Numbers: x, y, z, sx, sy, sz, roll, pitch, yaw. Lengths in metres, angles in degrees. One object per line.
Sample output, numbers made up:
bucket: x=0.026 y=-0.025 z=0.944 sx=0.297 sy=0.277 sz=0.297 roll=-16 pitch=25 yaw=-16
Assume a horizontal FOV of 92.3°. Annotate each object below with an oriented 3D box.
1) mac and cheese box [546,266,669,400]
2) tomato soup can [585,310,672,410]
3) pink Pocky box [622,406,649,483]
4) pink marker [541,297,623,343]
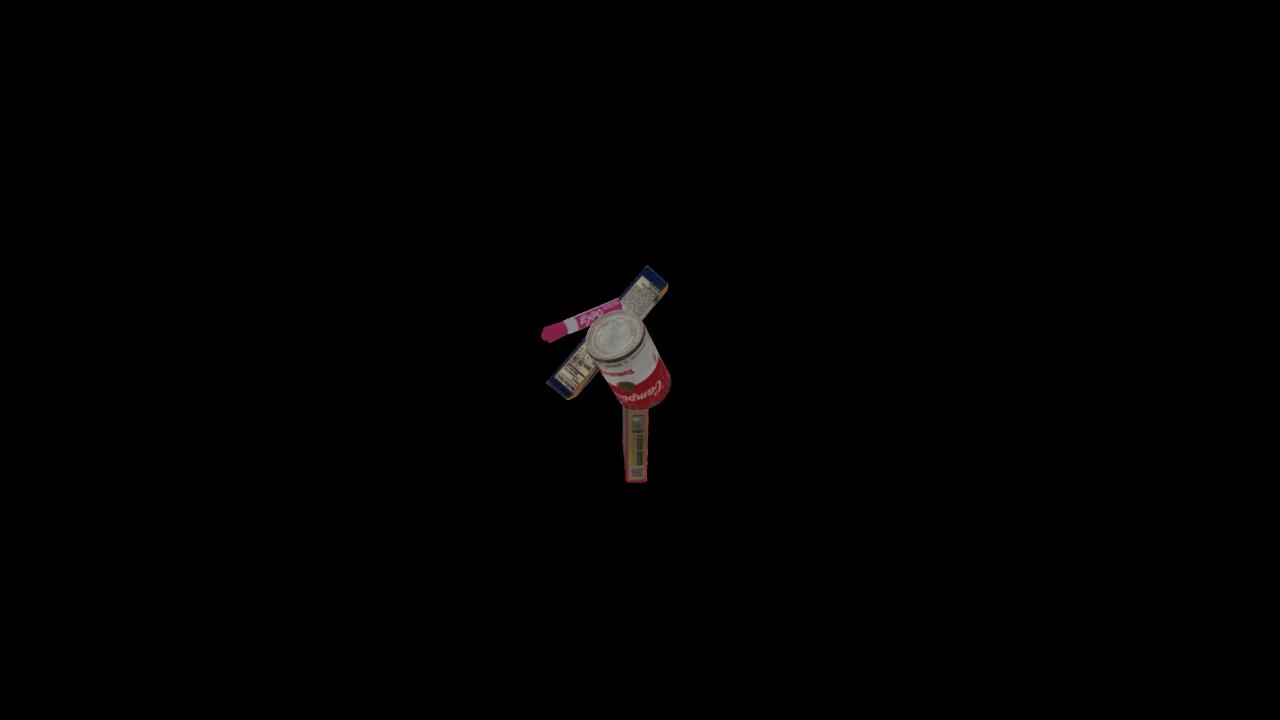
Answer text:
mac and cheese box: x=-0.038 y=-0.033 z=0.768 sx=0.041 sy=0.184 sz=0.093 roll=41 pitch=2 yaw=-1
tomato soup can: x=-0.011 y=0.001 z=0.671 sx=0.068 sy=0.068 sz=0.101 roll=0 pitch=-35 yaw=22
pink Pocky box: x=-0.006 y=0.066 z=0.759 sx=0.029 sy=0.155 sz=0.084 roll=-2 pitch=30 yaw=-4
pink marker: x=-0.061 y=-0.047 z=0.704 sx=0.121 sy=0.020 sz=0.020 roll=-26 pitch=15 yaw=-33
